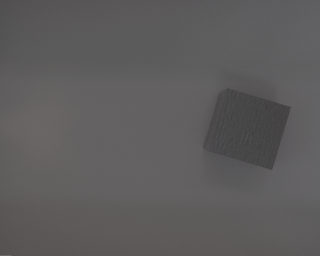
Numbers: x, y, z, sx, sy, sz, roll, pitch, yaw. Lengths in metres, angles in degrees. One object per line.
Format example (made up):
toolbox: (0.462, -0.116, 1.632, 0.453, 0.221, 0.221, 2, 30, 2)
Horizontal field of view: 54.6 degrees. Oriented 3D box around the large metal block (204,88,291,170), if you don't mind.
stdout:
large metal block: (0.109, 0.001, 0.400, 0.080, 0.050, 0.080, 17, 90, 0)
